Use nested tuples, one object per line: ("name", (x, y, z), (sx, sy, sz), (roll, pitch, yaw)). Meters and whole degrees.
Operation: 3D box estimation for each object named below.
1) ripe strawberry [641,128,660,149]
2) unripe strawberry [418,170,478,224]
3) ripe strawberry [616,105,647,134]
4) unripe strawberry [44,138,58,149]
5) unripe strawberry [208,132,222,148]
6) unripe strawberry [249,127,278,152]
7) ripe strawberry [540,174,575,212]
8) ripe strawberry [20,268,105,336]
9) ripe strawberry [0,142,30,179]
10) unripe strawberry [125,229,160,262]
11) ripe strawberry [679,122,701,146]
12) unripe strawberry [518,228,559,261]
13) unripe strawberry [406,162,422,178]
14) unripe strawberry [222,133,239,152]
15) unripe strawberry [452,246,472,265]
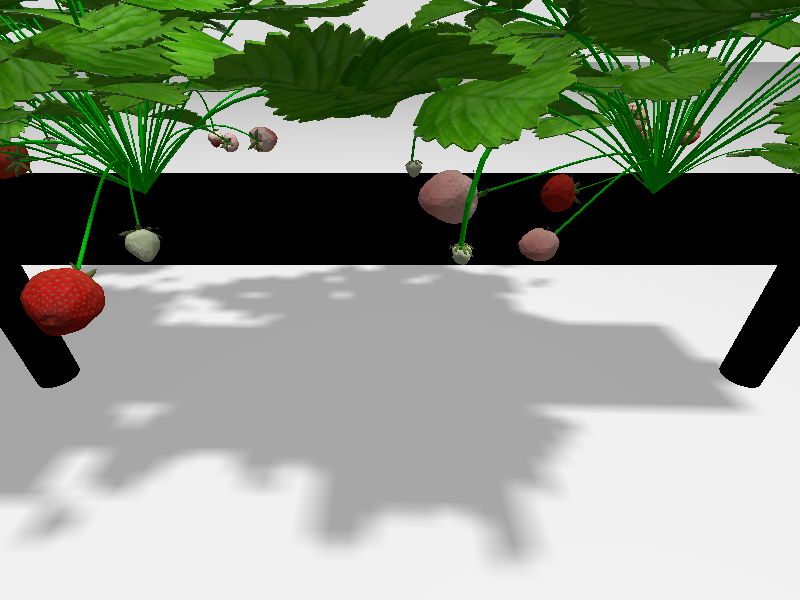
("ripe strawberry", (0.312, -0.201, 0.497), (0.029, 0.025, 0.029), (15, 35, 22))
("unripe strawberry", (0.032, -0.072, 0.283), (0.038, 0.038, 0.042), (-12, 34, -17))
("ripe strawberry", (0.329, -0.253, 0.571), (0.040, 0.042, 0.043), (12, 10, 18))
("unripe strawberry", (-0.415, -0.185, 0.476), (0.012, 0.012, 0.013), (23, 39, 32))
("unripe strawberry", (-0.239, -0.208, 0.520), (0.018, 0.019, 0.018), (-2, 32, -3))
("unripe strawberry", (-0.164, -0.195, 0.485), (0.032, 0.029, 0.029), (11, 33, 17))
("ripe strawberry", (0.120, -0.082, 0.308), (0.026, 0.028, 0.024), (-14, 35, -20))
("ripe strawberry", (-0.149, 0.002, 0.177), (0.028, 0.030, 0.030), (-11, 35, -17))
("ripe strawberry", (-0.383, -0.136, 0.387), (0.039, 0.033, 0.039), (9, 33, 15))
("unripe strawberry", (-0.153, -0.032, 0.240), (0.018, 0.020, 0.019), (-16, -24, -24))
("ripe strawberry", (0.368, -0.210, 0.511), (0.025, 0.029, 0.027), (21, -3, 30))
("unripe strawberry", (0.081, -0.032, 0.236), (0.020, 0.020, 0.023), (-27, 41, -35))
("unripe strawberry", (0.013, -0.122, 0.376), (0.015, 0.015, 0.014), (5, 33, 7))
("unripe strawberry", (-0.205, -0.191, 0.486), (0.019, 0.022, 0.021), (4, 19, 6))
("unripe strawberry", (0.031, -0.023, 0.201), (0.010, 0.010, 0.011), (-25, 40, -34))
